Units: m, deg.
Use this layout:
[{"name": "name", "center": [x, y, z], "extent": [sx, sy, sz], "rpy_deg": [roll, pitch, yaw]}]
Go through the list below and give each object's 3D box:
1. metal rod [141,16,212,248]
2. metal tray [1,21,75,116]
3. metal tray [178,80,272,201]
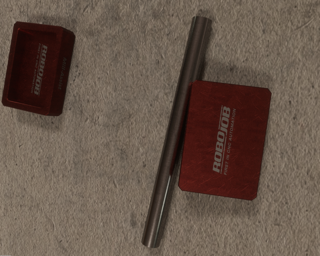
[{"name": "metal rod", "center": [0.020, 0.009, 0.401], "extent": [0.025, 0.025, 0.298], "rpy_deg": [14, 95, 19]}, {"name": "metal tray", "center": [-0.185, -0.089, 0.469], "extent": [0.090, 0.030, 0.129], "rpy_deg": [12, 94, 19]}, {"name": "metal tray", "center": [0.074, 0.013, 0.368], "extent": [0.091, 0.030, 0.129], "rpy_deg": [8, 93, 4]}]
